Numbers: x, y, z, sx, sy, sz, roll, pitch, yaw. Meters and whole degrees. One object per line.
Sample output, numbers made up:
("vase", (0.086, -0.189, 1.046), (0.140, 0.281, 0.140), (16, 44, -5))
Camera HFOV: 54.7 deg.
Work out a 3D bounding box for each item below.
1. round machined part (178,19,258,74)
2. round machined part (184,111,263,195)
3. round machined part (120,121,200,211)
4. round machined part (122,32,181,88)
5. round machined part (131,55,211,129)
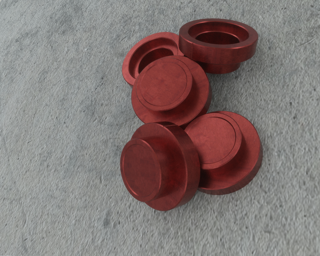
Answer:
("round machined part", (0.073, -0.104, 0.401), (0.099, 0.042, 0.098), (0, 39, 0))
("round machined part", (0.062, 0.022, 0.348), (0.098, 0.042, 0.098), (-13, 56, 20))
("round machined part", (-0.007, 0.043, 0.338), (0.098, 0.042, 0.097), (8, 101, 47))
("round machined part", (-0.002, -0.087, 0.448), (0.098, 0.042, 0.098), (-13, 56, 20))
("round machined part", (0.010, -0.045, 0.373), (0.098, 0.042, 0.098), (-6, 71, 17))
